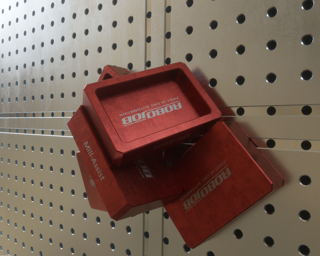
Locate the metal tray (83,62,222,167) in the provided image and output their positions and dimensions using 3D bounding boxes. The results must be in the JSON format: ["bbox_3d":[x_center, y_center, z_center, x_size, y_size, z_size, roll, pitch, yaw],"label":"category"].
[{"bbox_3d":[-0.008,-0.021,0.346,0.090,0.131,0.030,59,151,23],"label":"metal tray"}]

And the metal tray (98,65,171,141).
[{"bbox_3d":[-0.049,-0.020,0.444,0.130,0.030,0.089,43,116,31],"label":"metal tray"}]

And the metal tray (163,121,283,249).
[{"bbox_3d":[0.059,0.065,0.355,0.129,0.030,0.090,-48,62,29],"label":"metal tray"}]

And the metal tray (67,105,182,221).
[{"bbox_3d":[-0.040,0.033,0.358,0.030,0.091,0.130,-46,63,30],"label":"metal tray"}]

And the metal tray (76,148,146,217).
[{"bbox_3d":[-0.068,0.069,0.429,0.130,0.030,0.089,-12,93,54],"label":"metal tray"}]
